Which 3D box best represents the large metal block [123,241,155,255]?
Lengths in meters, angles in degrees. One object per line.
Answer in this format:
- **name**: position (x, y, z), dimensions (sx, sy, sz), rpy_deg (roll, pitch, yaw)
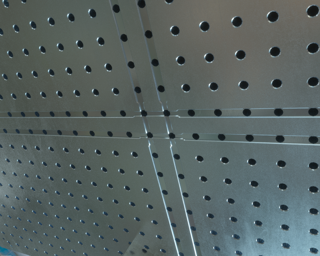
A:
- **large metal block**: position (-0.041, 0.275, 0.587), dimensions (0.080, 0.050, 0.079), rpy_deg (30, 128, 8)
